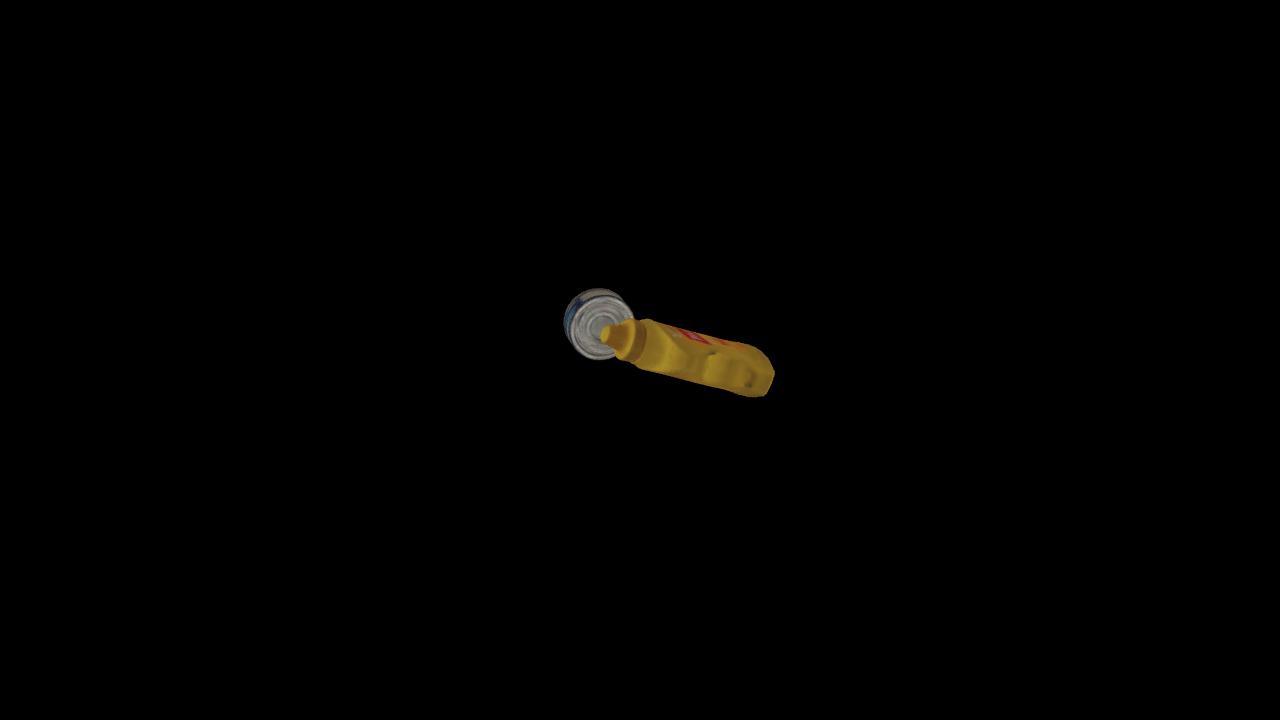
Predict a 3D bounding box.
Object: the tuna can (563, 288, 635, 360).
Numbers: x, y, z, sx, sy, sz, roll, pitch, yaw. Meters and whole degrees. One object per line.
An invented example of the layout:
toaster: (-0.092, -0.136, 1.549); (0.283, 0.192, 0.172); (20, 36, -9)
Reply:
tuna can: (-0.049, -0.042, 0.747); (0.084, 0.084, 0.034); (0, 21, -19)

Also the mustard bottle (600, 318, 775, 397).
mustard bottle: (0.043, -0.006, 0.633); (0.184, 0.054, 0.092); (13, 19, -28)
